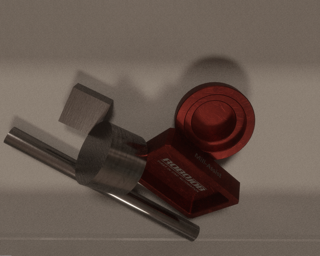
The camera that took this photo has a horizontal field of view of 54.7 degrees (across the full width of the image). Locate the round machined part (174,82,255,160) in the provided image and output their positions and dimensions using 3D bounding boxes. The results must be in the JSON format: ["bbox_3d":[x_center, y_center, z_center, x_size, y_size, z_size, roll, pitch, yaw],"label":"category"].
[{"bbox_3d":[0.068,-0.011,0.399,0.099,0.042,0.097,0,110,-1],"label":"round machined part"}]

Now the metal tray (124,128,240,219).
[{"bbox_3d":[0.029,0.064,0.405,0.130,0.030,0.090,40,132,-21],"label":"metal tray"}]

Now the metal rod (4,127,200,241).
[{"bbox_3d":[-0.073,0.085,0.441,0.301,0.025,0.025,31,107,-11],"label":"metal rod"}]

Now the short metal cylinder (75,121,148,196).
[{"bbox_3d":[-0.060,0.038,0.378,0.050,0.080,0.080,27,109,-32],"label":"short metal cylinder"}]

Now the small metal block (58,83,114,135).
[{"bbox_3d":[-0.096,-0.023,0.402,0.050,0.025,0.050,26,108,-9],"label":"small metal block"}]
